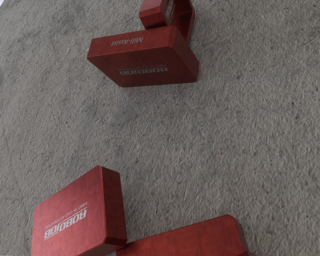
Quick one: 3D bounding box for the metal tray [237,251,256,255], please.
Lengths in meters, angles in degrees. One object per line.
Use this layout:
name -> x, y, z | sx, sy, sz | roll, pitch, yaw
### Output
metal tray -> 0.038, 0.170, 0.249 | 0.130, 0.030, 0.090 | -27, 74, 5

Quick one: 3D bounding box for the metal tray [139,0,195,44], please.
metal tray -> 0.015, -0.162, 0.439 | 0.030, 0.090, 0.130 | -7, 48, 24

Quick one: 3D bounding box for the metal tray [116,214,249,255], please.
metal tray -> 0.024, 0.146, 0.298 | 0.130, 0.030, 0.090 | -21, 54, 15

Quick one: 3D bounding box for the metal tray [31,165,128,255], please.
metal tray -> -0.099, 0.112, 0.361 | 0.130, 0.030, 0.090 | -34, 48, 25

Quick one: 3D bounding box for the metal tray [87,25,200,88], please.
metal tray -> -0.022, -0.093, 0.428 | 0.130, 0.090, 0.030 | 0, 69, 28
